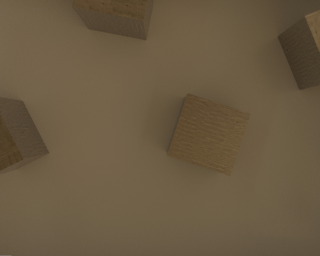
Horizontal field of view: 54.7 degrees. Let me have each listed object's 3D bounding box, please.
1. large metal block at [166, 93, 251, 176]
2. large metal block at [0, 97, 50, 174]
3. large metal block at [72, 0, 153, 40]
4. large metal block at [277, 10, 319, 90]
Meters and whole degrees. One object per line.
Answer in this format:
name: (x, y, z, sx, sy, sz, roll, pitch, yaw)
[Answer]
large metal block: (0.059, 0.008, 0.399, 0.080, 0.050, 0.080, 18, 90, 0)
large metal block: (-0.191, 0.010, 0.382, 0.050, 0.080, 0.080, -27, 90, 0)
large metal block: (-0.053, -0.152, 0.383, 0.080, 0.080, 0.050, 11, 90, 0)
large metal block: (0.200, -0.098, 0.385, 0.050, 0.080, 0.080, -22, 90, 0)
